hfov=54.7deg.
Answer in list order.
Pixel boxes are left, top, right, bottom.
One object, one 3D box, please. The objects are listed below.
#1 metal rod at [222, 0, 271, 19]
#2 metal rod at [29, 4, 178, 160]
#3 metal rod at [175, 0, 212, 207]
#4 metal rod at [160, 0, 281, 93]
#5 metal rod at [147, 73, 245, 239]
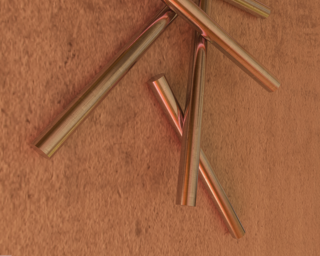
[{"bbox_3d":[0.076,-0.219,0.470,0.302,0.025,0.025,3,88,-40],"label":"metal rod"},{"bbox_3d":[-0.039,-0.085,0.373,0.025,0.025,0.301,52,60,-28],"label":"metal rod"},{"bbox_3d":[0.048,-0.048,0.420,0.025,0.025,0.299,20,69,-39],"label":"metal rod"},{"bbox_3d":[0.063,-0.136,0.417,0.301,0.025,0.025,31,70,-27],"label":"metal rod"},{"bbox_3d":[0.062,0.055,0.459,0.025,0.025,0.299,-44,117,-31],"label":"metal rod"}]
